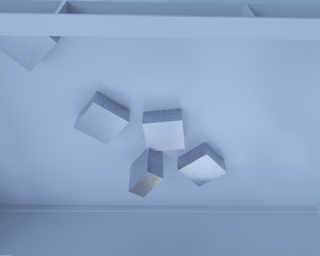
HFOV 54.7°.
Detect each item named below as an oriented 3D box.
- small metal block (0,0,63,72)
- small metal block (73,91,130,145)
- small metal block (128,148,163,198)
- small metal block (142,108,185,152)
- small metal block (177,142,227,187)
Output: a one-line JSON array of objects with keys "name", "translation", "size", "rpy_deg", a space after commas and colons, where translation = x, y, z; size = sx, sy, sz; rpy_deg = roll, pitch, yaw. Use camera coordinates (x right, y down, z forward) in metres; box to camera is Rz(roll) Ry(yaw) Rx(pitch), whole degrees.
[{"name": "small metal block", "translation": [-0.141, -0.096, 0.326], "size": [0.050, 0.025, 0.050], "rpy_deg": [-35, 122, 26]}, {"name": "small metal block", "translation": [-0.074, -0.012, 0.398], "size": [0.050, 0.025, 0.050], "rpy_deg": [30, 124, -24]}, {"name": "small metal block", "translation": [-0.020, 0.063, 0.446], "size": [0.025, 0.050, 0.050], "rpy_deg": [27, 125, -21]}, {"name": "small metal block", "translation": [0.006, 0.003, 0.412], "size": [0.050, 0.025, 0.050], "rpy_deg": [-5, 130, 4]}, {"name": "small metal block", "translation": [0.062, 0.055, 0.456], "size": [0.050, 0.025, 0.050], "rpy_deg": [-34, 123, 25]}]
